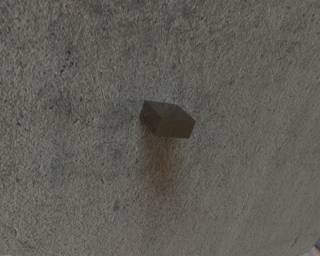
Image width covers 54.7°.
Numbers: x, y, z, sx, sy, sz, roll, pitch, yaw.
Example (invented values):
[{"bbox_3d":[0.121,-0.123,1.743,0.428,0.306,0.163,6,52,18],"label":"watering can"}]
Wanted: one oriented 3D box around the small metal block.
[{"bbox_3d":[0.009,-0.011,0.391,0.050,0.050,0.025,5,116,-31],"label":"small metal block"}]
